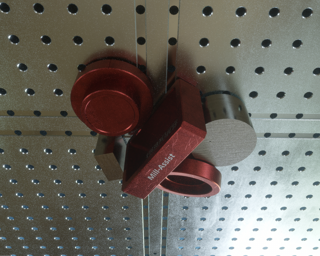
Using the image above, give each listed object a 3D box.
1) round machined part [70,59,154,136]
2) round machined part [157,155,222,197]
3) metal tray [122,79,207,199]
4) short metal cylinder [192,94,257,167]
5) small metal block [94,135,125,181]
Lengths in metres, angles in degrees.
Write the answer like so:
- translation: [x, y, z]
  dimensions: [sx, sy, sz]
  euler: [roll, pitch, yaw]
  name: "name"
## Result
- translation: [-0.057, -0.028, 0.370]
  dimensions: [0.099, 0.042, 0.097]
  euler: [0, 130, 0]
  name: "round machined part"
- translation: [0.037, 0.060, 0.432]
  dimensions: [0.099, 0.042, 0.098]
  euler: [9, 152, 5]
  name: "round machined part"
- translation: [0.001, 0.014, 0.376]
  dimensions: [0.030, 0.090, 0.129]
  euler: [26, 125, -21]
  name: "metal tray"
- translation: [0.076, 0.004, 0.394]
  dimensions: [0.081, 0.050, 0.079]
  euler: [0, 130, 0]
  name: "short metal cylinder"
- translation: [-0.064, 0.035, 0.419]
  dimensions: [0.025, 0.050, 0.050]
  euler: [-12, 129, 10]
  name: "small metal block"
